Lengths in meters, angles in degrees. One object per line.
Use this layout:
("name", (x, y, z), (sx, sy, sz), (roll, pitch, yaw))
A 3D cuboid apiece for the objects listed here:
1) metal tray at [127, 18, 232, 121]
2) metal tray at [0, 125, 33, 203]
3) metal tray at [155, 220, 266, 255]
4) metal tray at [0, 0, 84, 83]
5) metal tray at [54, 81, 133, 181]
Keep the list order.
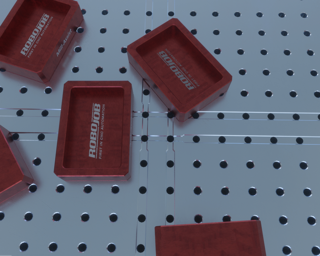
("metal tray", (0.026, -0.085, 0.440), (0.090, 0.030, 0.130), (-35, 74, -12))
("metal tray", (-0.240, 0.063, 0.385), (0.131, 0.030, 0.090), (-31, 73, -11))
("metal tray", (0.042, 0.115, 0.314), (0.090, 0.130, 0.030), (-3, 70, -1))
("metal tray", (-0.183, -0.140, 0.459), (0.090, 0.030, 0.130), (19, 71, 6))
("metal tray", (-0.083, 0.002, 0.407), (0.090, 0.030, 0.130), (0, 70, 0))
